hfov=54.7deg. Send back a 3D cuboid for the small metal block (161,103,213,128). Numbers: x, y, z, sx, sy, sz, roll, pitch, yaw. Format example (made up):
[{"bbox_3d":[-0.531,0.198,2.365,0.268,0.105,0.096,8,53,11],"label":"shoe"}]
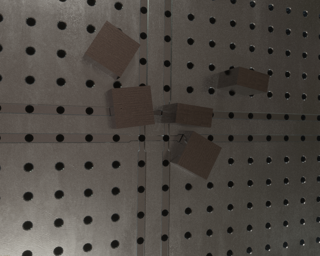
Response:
[{"bbox_3d":[0.035,-0.016,0.414,0.050,0.050,0.025,7,88,-20],"label":"small metal block"}]

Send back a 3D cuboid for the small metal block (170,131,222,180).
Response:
[{"bbox_3d":[0.050,0.038,0.433,0.050,0.025,0.050,30,80,-18],"label":"small metal block"}]

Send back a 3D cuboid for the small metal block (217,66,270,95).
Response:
[{"bbox_3d":[0.119,-0.066,0.445,0.050,0.050,0.025,11,87,-20],"label":"small metal block"}]

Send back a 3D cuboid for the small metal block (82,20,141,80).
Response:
[{"bbox_3d":[-0.061,-0.097,0.391,0.050,0.025,0.050,33,79,-18],"label":"small metal block"}]

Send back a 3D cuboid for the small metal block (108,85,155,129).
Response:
[{"bbox_3d":[-0.037,-0.027,0.400,0.050,0.025,0.050,-8,93,-20],"label":"small metal block"}]
